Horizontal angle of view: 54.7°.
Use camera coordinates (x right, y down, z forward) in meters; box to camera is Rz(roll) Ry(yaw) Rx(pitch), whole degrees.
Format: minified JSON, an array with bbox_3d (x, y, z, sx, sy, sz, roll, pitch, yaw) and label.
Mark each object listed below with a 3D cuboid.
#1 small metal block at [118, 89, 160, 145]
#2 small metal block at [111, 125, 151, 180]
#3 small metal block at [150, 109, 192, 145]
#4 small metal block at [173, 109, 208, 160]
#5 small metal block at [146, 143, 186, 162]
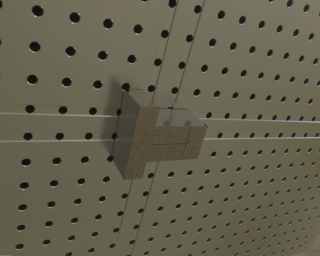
[{"bbox_3d":[-0.027,-0.014,0.372,0.025,0.050,0.050,0,119,-29],"label":"small metal block"},{"bbox_3d":[-0.038,0.030,0.393,0.025,0.050,0.050,0,119,-29],"label":"small metal block"},{"bbox_3d":[0.004,-0.003,0.396,0.050,0.050,0.025,0,119,-29],"label":"small metal block"},{"bbox_3d":[0.034,0.008,0.419,0.025,0.050,0.050,0,119,-29],"label":"small metal block"},{"bbox_3d":[-0.002,0.019,0.406,0.050,0.050,0.025,0,119,-29],"label":"small metal block"}]
